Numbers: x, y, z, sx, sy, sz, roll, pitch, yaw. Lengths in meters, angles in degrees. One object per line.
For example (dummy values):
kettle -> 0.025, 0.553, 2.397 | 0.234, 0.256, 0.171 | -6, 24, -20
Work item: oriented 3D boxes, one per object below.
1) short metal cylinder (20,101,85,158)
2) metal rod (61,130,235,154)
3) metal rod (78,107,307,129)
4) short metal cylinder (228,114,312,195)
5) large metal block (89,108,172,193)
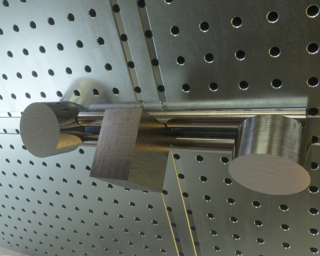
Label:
short metal cylinder -> -0.160, 0.001, 0.461 | 0.080, 0.050, 0.079 | 3, 97, 27
metal rod -> -0.039, 0.017, 0.441 | 0.300, 0.025, 0.025 | 1, 119, 27
metal rod -> 0.019, -0.012, 0.393 | 0.300, 0.025, 0.025 | 1, 119, 27
short metal cylinder -> 0.119, 0.030, 0.334 | 0.080, 0.050, 0.080 | 15, 146, 10
large metal block -> -0.030, 0.029, 0.371 | 0.050, 0.080, 0.080 | 1, 161, 28
